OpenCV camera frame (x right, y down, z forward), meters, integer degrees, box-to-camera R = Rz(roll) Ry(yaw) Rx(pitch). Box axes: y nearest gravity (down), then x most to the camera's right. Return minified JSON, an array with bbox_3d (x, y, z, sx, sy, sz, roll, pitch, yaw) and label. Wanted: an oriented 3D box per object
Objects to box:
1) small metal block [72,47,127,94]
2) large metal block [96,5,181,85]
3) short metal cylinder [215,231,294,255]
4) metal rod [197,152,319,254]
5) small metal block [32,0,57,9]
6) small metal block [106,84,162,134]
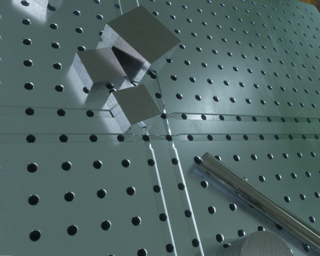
[{"bbox_3d":[-0.081,-0.078,0.413,0.050,0.025,0.050,-20,72,-36],"label":"small metal block"},{"bbox_3d":[-0.030,-0.121,0.451,0.080,0.050,0.080,43,51,1],"label":"large metal block"},{"bbox_3d":[0.109,0.163,0.353,0.081,0.050,0.080,14,56,-21],"label":"short metal cylinder"},{"bbox_3d":[0.179,0.129,0.427,0.301,0.025,0.025,35,51,-5],"label":"metal rod"},{"bbox_3d":[-0.170,-0.206,0.443,0.050,0.025,0.050,31,52,-9],"label":"small metal block"},{"bbox_3d":[-0.034,-0.026,0.407,0.050,0.025,0.050,-21,73,-36],"label":"small metal block"}]
